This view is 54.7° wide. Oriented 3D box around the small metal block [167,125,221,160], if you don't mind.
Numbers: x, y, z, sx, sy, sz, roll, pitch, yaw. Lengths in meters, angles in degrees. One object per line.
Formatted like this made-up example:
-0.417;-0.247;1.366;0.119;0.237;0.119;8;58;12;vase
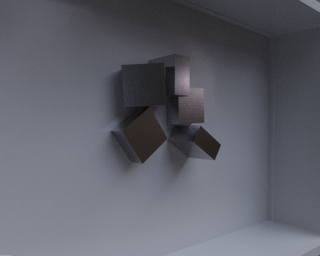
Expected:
0.048;0.020;0.433;0.050;0.050;0.025;40;66;-33;small metal block

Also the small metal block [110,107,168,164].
-0.025;0.009;0.388;0.050;0.025;0.050;-44;117;-31;small metal block

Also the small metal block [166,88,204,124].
0.036;-0.031;0.439;0.050;0.025;0.050;-3;92;-40;small metal block

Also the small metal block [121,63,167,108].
-0.019;-0.051;0.375;0.050;0.025;0.050;-4;91;-3;small metal block

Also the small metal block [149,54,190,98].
0.011;-0.065;0.402;0.025;0.050;0.050;0;90;-41;small metal block
